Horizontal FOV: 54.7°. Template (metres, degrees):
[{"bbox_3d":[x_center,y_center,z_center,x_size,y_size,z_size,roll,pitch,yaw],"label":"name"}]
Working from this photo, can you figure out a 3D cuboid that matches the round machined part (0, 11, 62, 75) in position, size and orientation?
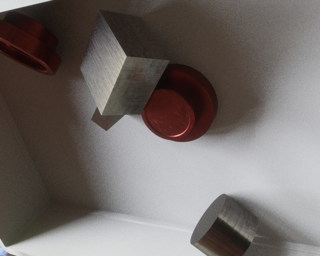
[{"bbox_3d":[-0.171,-0.110,0.396,0.098,0.042,0.098,23,170,5],"label":"round machined part"}]

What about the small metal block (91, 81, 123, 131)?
[{"bbox_3d":[-0.058,-0.031,0.402,0.025,0.050,0.050,37,129,3],"label":"small metal block"}]

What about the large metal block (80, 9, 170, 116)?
[{"bbox_3d":[-0.044,-0.071,0.346,0.080,0.050,0.079,60,137,31],"label":"large metal block"}]

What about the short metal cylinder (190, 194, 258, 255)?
[{"bbox_3d":[0.084,0.135,0.411,0.050,0.080,0.079,36,129,4],"label":"short metal cylinder"}]

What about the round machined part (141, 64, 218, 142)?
[{"bbox_3d":[0.016,-0.024,0.373,0.098,0.042,0.097,13,124,20],"label":"round machined part"}]
